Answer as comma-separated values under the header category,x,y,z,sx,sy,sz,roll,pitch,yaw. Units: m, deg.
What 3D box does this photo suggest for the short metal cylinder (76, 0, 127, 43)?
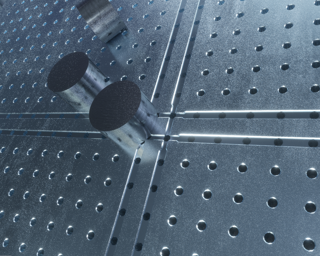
category,x,y,z,sx,sy,sz,roll,pitch,yaw
short metal cylinder,-0.103,-0.198,0.548,0.050,0.080,0.080,-35,51,5

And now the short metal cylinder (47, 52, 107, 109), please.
category,x,y,z,sx,sy,sz,roll,pitch,yaw
short metal cylinder,-0.137,-0.079,0.512,0.080,0.050,0.080,-13,56,21

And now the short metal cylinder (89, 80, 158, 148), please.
category,x,y,z,sx,sy,sz,roll,pitch,yaw
short metal cylinder,-0.050,-0.019,0.430,0.080,0.050,0.080,-13,56,21
